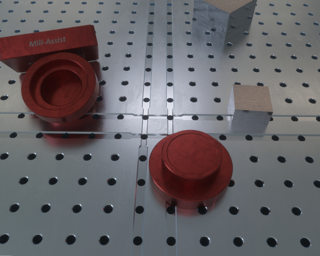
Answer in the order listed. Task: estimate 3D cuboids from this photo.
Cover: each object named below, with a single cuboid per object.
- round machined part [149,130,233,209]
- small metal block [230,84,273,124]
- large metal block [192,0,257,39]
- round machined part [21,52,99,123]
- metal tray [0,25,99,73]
[{"bbox_3d":[0.036,0.041,0.362,0.099,0.042,0.098,0,50,0],"label":"round machined part"},{"bbox_3d":[0.127,-0.034,0.437,0.050,0.025,0.050,4,50,3],"label":"small metal block"},{"bbox_3d":[0.119,-0.221,0.577,0.080,0.050,0.080,-36,59,-26],"label":"large metal block"},{"bbox_3d":[-0.133,-0.051,0.426,0.099,0.042,0.098,0,70,1],"label":"round machined part"},{"bbox_3d":[-0.160,-0.116,0.462,0.131,0.090,0.030,-12,91,-10],"label":"metal tray"}]
